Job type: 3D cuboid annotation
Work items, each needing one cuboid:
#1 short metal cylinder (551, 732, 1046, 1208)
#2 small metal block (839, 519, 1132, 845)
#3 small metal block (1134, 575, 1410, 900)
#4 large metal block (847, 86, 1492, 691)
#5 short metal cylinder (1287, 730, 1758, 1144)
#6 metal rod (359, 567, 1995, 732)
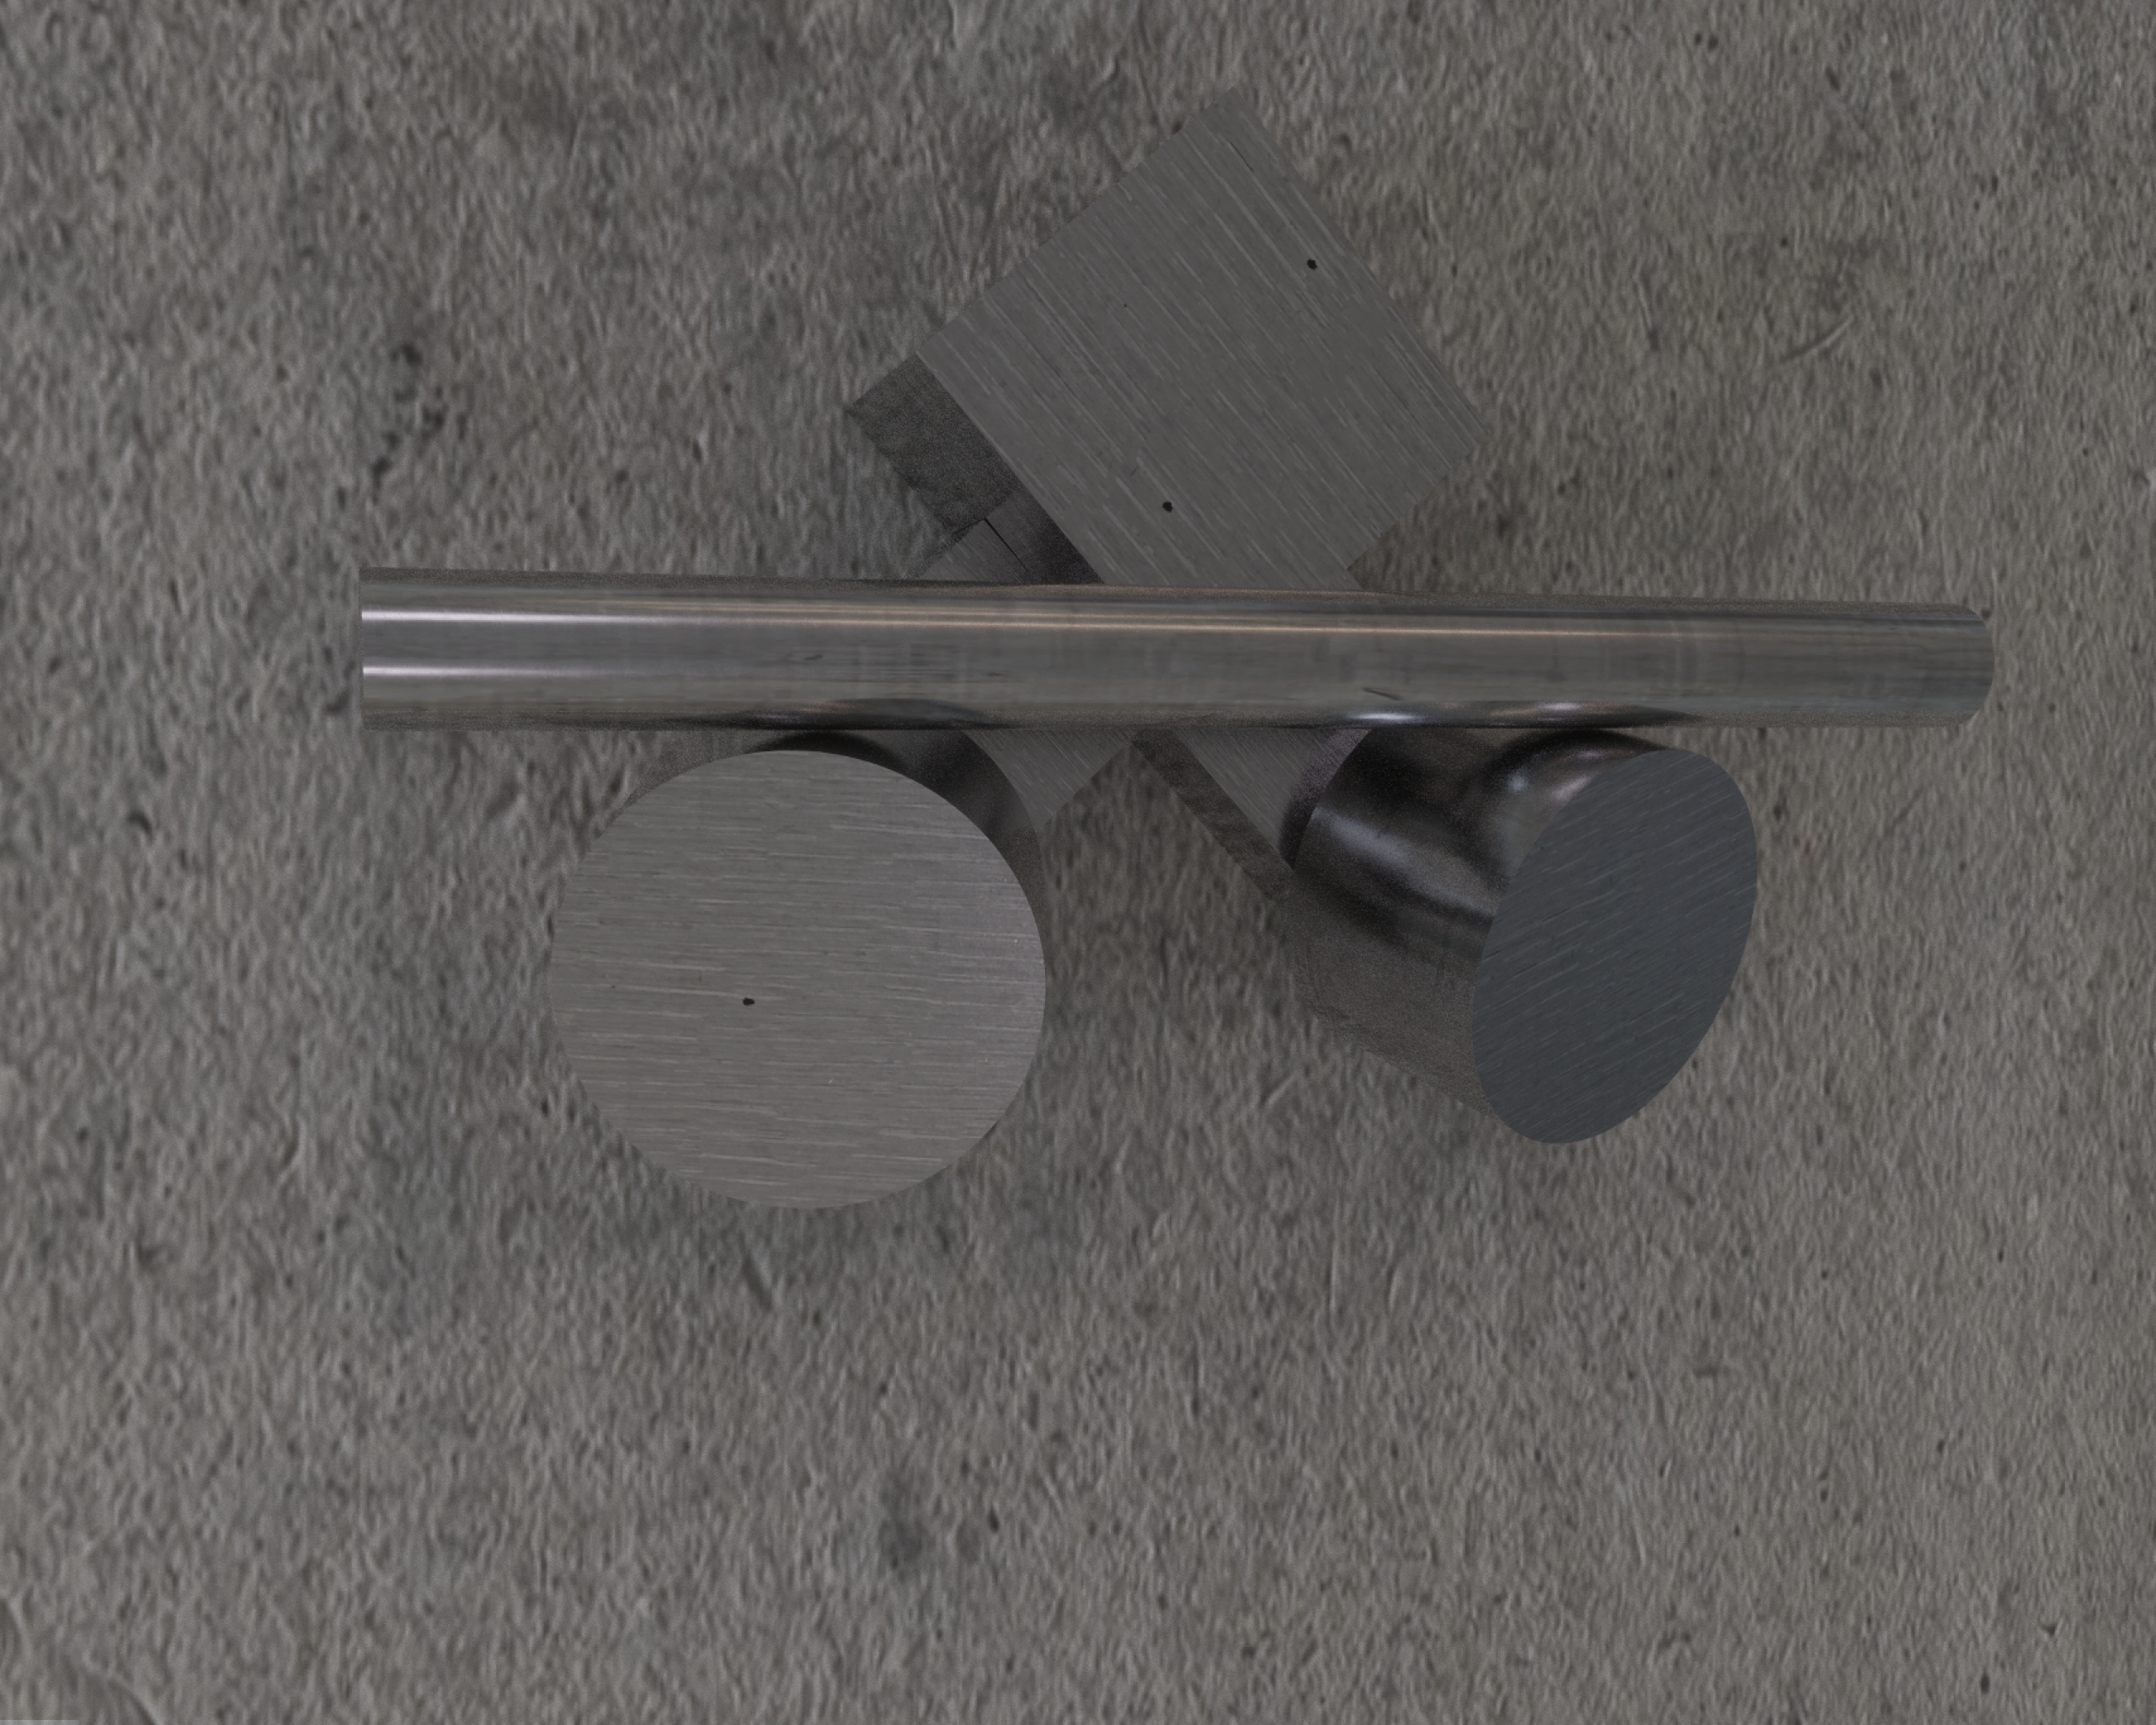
[{"bbox_3d":[-0.046,0.013,0.365,0.081,0.050,0.079,0,107,-1],"label":"short metal cylinder"},{"bbox_3d":[-0.023,-0.029,0.402,0.050,0.025,0.050,-45,104,-15],"label":"small metal block"},{"bbox_3d":[0.045,-0.027,0.427,0.050,0.025,0.050,-45,104,-14],"label":"small metal block"},{"bbox_3d":[0.017,-0.085,0.401,0.080,0.050,0.080,-44,104,-15],"label":"large metal block"},{"bbox_3d":[0.089,0.009,0.415,0.081,0.050,0.079,-16,117,-33],"label":"short metal cylinder"},{"bbox_3d":[0.033,-0.036,0.368,0.303,0.025,0.025,-2,91,-20],"label":"metal rod"}]
